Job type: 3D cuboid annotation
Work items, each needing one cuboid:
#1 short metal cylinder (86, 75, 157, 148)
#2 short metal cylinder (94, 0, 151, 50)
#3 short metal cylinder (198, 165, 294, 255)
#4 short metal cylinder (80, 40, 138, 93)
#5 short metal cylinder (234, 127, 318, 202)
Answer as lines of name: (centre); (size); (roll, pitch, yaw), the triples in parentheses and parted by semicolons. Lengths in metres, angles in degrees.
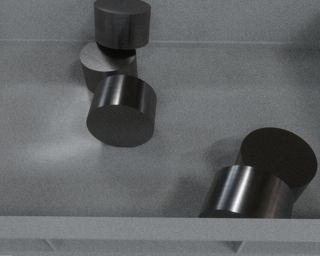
short metal cylinder: (-0.046, -0.019, 0.385); (0.080, 0.080, 0.050); (3, 50, 2)
short metal cylinder: (-0.055, -0.155, 0.455); (0.081, 0.050, 0.080); (4, 37, -3)
short metal cylinder: (0.084, 0.081, 0.302); (0.080, 0.080, 0.050); (19, 53, 15)
short metal cylinder: (-0.075, -0.092, 0.465); (0.081, 0.050, 0.080); (0, 50, 0)
short metal cylinder: (0.127, 0.046, 0.352); (0.081, 0.050, 0.080); (0, 50, 0)
